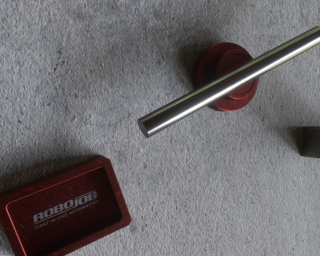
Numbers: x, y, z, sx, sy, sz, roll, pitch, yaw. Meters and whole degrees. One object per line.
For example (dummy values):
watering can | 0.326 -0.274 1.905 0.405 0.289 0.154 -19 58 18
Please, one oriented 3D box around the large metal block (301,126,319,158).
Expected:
large metal block | 0.287 0.027 0.488 0.081 0.080 0.050 7 88 -20

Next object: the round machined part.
round machined part | 0.099 -0.073 0.438 0.099 0.042 0.097 0 90 -21

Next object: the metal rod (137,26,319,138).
metal rod | 0.106 -0.068 0.404 0.302 0.025 0.025 -29 100 -18

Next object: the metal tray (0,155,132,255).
metal tray | -0.110 0.096 0.366 0.131 0.030 0.090 -21 97 -19
